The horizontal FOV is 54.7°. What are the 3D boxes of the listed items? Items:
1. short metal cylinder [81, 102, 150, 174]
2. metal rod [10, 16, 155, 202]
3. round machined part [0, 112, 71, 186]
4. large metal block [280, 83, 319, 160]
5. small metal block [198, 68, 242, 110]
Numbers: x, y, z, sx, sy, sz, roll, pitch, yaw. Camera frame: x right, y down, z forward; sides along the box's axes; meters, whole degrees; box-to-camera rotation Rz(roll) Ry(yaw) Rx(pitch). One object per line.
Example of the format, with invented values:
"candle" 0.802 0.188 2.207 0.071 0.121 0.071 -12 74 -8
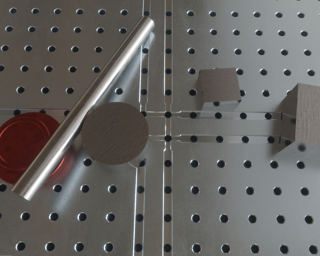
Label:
"short metal cylinder" -0.054 0.013 0.393 0.081 0.050 0.080 0 70 -1
"metal rod" -0.085 -0.043 0.402 0.025 0.025 0.300 25 63 8
"round machined part" -0.167 0.024 0.392 0.099 0.042 0.098 0 70 -1
"large metal block" 0.208 -0.005 0.403 0.080 0.050 0.080 11 70 3
"small metal block" 0.082 -0.055 0.433 0.050 0.025 0.050 -4 70 -2
